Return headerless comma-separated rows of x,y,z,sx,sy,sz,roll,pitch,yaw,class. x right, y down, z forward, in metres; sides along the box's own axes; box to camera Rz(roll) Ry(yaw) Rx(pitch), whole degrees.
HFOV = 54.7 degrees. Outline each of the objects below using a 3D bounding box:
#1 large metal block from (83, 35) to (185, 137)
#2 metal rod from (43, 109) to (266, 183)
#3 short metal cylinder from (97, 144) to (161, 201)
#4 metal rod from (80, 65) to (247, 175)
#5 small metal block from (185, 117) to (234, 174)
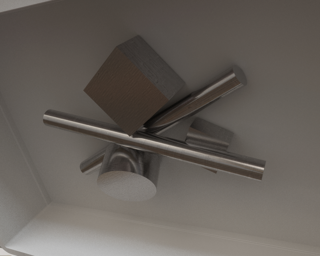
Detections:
-0.031,-0.050,0.374,0.080,0.050,0.080,46,129,-4,large metal block
-0.023,0.017,0.395,0.301,0.025,0.025,13,124,20,metal rod
-0.042,0.060,0.430,0.080,0.050,0.080,5,140,5,short metal cylinder
-0.018,0.005,0.417,0.299,0.025,0.025,-31,102,37,metal rod
0.058,0.022,0.387,0.050,0.025,0.050,24,127,13,small metal block
